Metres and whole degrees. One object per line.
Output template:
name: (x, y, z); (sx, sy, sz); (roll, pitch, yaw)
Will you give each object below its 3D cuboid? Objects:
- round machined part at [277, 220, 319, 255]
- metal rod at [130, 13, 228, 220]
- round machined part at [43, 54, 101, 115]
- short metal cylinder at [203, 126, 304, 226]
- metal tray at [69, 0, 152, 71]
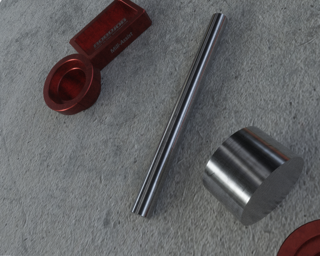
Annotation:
round machined part: (0.143, 0.124, 0.242); (0.098, 0.042, 0.098); (-13, 56, 20)
metal rod: (0.032, -0.030, 0.403); (0.025, 0.025, 0.300); (10, 66, 32)
round machined part: (-0.134, -0.065, 0.494); (0.098, 0.042, 0.098); (-10, 67, 24)
short metal cylinder: (0.088, 0.045, 0.294); (0.080, 0.080, 0.050); (-45, 51, -3)
metal tray: (-0.089, -0.169, 0.548); (0.130, 0.030, 0.090); (-43, 51, -2)
